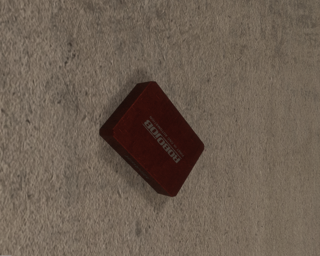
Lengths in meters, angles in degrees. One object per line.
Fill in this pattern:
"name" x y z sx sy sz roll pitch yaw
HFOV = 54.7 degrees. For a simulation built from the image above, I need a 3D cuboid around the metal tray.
"metal tray" -0.004 0.016 0.400 0.130 0.030 0.090 50 60 -29
